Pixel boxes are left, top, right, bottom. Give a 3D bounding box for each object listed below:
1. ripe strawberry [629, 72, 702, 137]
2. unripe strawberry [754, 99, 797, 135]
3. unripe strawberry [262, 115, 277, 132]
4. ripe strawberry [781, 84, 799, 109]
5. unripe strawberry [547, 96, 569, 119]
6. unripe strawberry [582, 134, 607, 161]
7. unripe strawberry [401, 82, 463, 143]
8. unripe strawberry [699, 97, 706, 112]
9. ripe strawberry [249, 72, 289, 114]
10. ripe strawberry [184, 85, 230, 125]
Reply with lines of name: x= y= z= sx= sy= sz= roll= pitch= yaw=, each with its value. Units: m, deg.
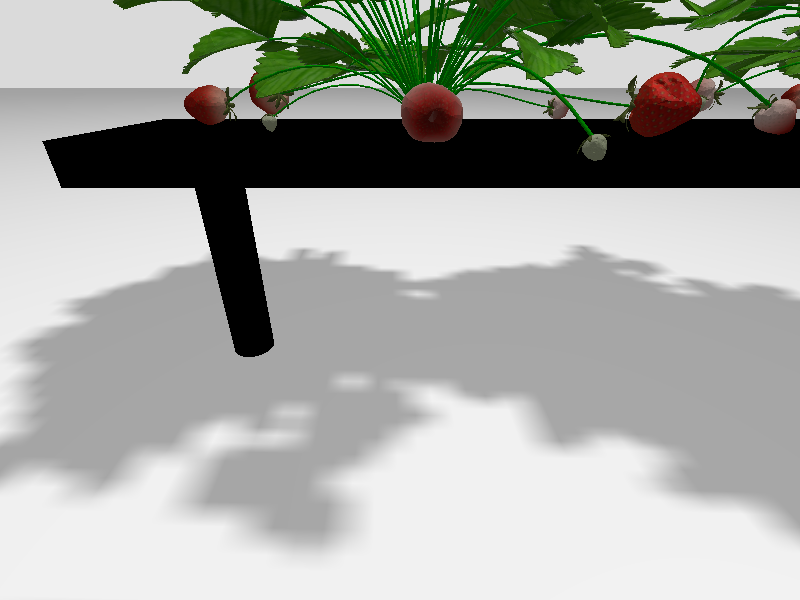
ripe strawberry: x=0.162 y=-0.118 z=0.244 sx=0.037 sy=0.036 sz=0.040 roll=16 pitch=33 yaw=25
unripe strawberry: x=0.248 y=-0.119 z=0.263 sx=0.020 sy=0.023 sz=0.023 roll=-44 pitch=9 yaw=32
unripe strawberry: x=-0.096 y=-0.130 z=0.295 sx=0.011 sy=0.011 sz=0.010 roll=-7 pitch=30 yaw=-12
ripe strawberry: x=0.452 y=-0.231 z=0.456 sx=0.030 sy=0.027 sz=0.027 roll=-3 pitch=20 yaw=-5
unripe strawberry: x=0.148 y=-0.179 z=0.372 sx=0.020 sy=0.020 sz=0.019 roll=-13 pitch=32 yaw=-22
unripe strawberry: x=0.088 y=-0.068 z=0.180 sx=0.010 sy=0.011 sz=0.011 roll=-12 pitch=-11 yaw=-20
unripe strawberry: x=0.018 y=-0.103 z=0.221 sx=0.035 sy=0.030 sz=0.035 roll=0 pitch=30 yaw=1
unripe strawberry: x=0.261 y=-0.172 z=0.355 sx=0.016 sy=0.015 sz=0.014 roll=6 pitch=30 yaw=10
ripe strawberry: x=-0.142 y=-0.221 z=0.425 sx=0.044 sy=0.043 sz=0.041 roll=21 pitch=35 yaw=33
ripe strawberry: x=-0.149 y=-0.150 z=0.308 sx=0.032 sy=0.027 sz=0.032 roll=-2 pitch=29 yaw=-2
